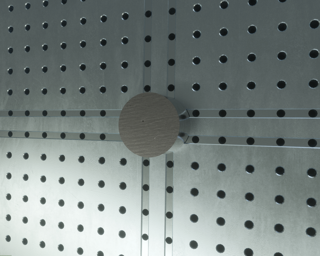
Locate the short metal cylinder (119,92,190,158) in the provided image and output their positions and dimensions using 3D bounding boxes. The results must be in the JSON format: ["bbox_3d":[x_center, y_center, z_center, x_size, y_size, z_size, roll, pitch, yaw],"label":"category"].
[{"bbox_3d":[-0.006,-0.004,0.402,0.080,0.050,0.080,0,90,20],"label":"short metal cylinder"}]
